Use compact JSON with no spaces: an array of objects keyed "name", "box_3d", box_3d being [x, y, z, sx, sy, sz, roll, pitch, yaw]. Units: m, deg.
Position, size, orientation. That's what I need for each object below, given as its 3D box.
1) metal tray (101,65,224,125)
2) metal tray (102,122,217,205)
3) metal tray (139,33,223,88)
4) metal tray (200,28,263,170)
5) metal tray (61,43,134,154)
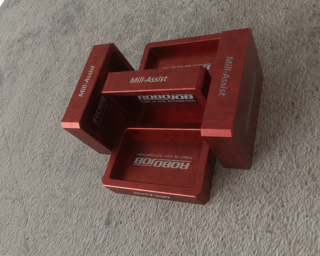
[{"name":"metal tray","box_3d":[0.006,-0.034,0.383,0.130,0.090,0.030,1,64,29]},{"name":"metal tray","box_3d":[0.001,0.039,0.379,0.130,0.030,0.090,1,61,28]},{"name":"metal tray","box_3d":[0.033,-0.082,0.436,0.130,0.030,0.090,1,65,28]},{"name":"metal tray","box_3d":[0.084,-0.030,0.338,0.030,0.090,0.130,1,62,29]},{"name":"metal tray","box_3d":[-0.074,-0.039,0.426,0.030,0.090,0.130,1,63,29]}]
